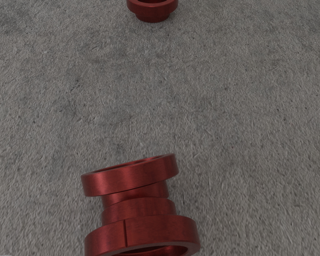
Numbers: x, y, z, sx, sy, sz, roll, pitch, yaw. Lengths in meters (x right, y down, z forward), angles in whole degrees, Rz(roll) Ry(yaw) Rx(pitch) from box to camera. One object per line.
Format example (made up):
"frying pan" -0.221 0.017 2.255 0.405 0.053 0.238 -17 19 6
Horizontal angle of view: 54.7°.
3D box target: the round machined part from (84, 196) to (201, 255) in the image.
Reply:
"round machined part" -0.017 0.093 0.275 0.099 0.098 0.042 -7 57 -6

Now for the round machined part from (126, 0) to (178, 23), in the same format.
"round machined part" -0.014 -0.237 0.592 0.099 0.042 0.098 0 50 0

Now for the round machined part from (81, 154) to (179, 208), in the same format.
"round machined part" -0.028 0.058 0.320 0.099 0.098 0.042 -13 87 -10
